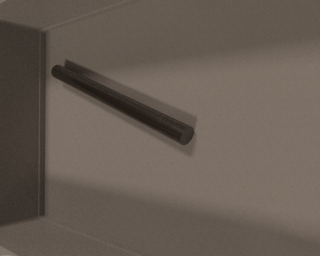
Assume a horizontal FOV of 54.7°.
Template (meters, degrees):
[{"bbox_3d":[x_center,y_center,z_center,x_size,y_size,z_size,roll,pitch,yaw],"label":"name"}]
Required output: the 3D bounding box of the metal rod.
[{"bbox_3d":[-0.075,-0.046,0.465,0.300,0.025,0.025,27,107,36],"label":"metal rod"}]
